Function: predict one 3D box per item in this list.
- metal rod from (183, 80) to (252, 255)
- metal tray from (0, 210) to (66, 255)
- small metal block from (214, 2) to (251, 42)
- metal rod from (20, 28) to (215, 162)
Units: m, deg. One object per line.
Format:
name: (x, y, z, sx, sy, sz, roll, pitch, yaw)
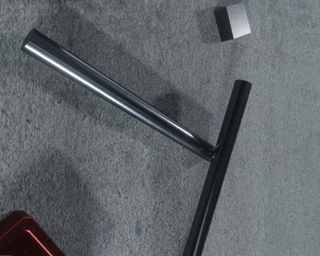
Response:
metal rod: (0.079, 0.075, 0.446, 0.025, 0.025, 0.299, 20, 85, -39)
metal tray: (-0.128, 0.156, 0.295, 0.090, 0.030, 0.130, -44, 117, -31)
small metal block: (0.119, -0.173, 0.507, 0.050, 0.025, 0.050, -29, 108, -37)
metal rod: (-0.023, -0.022, 0.386, 0.301, 0.025, 0.025, 31, 71, -36)
